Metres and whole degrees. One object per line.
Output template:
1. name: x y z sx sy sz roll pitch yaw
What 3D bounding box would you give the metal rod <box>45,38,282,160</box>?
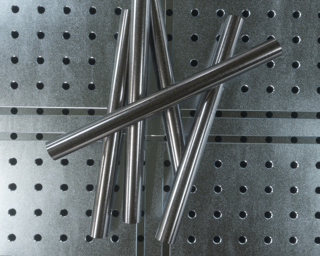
1. metal rod: 0.006 -0.035 0.376 0.301 0.025 0.025 -25 90 -1

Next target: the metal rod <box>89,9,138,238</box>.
1. metal rod: -0.061 -0.005 0.412 0.025 0.025 0.298 8 90 -1

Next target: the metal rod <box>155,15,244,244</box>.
1. metal rod: 0.053 -0.004 0.396 0.025 0.025 0.299 19 83 -1

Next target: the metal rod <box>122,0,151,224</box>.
1. metal rod: -0.030 -0.025 0.401 0.025 0.025 0.298 3 95 -1

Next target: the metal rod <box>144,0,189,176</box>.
1. metal rod: 0.006 -0.071 0.413 0.025 0.025 0.298 -10 90 0
